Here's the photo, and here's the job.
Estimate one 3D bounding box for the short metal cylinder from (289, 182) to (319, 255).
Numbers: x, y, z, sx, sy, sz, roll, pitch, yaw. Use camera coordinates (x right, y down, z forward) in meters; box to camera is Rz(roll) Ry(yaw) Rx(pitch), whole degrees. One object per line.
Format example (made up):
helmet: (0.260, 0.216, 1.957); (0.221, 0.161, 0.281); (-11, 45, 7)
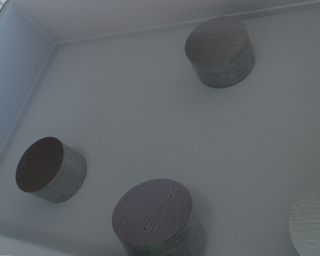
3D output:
short metal cylinder: (0.152, 0.088, 0.256); (0.080, 0.050, 0.080); (-13, 56, 21)

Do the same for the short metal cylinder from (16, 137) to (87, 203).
short metal cylinder: (-0.151, 0.059, 0.433); (0.080, 0.050, 0.080); (-13, 56, 21)

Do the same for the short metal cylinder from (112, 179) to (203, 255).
short metal cylinder: (-0.001, 0.098, 0.312); (0.080, 0.050, 0.080); (-13, 33, 9)

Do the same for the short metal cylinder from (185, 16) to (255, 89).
short metal cylinder: (0.079, -0.099, 0.409); (0.080, 0.050, 0.080); (-13, 56, 21)
